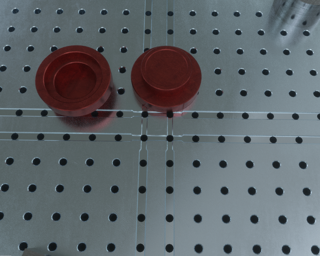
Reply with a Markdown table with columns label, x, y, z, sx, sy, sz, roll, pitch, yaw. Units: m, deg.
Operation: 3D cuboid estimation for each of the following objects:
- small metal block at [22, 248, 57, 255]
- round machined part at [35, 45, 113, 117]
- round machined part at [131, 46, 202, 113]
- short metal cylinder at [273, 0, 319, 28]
| label | x | y | z | sx | sy | sz | roll | pitch | yaw |
| --- | --- | --- | --- | --- | --- | --- | --- | --- | --- |
| small metal block | -0.135 | 0.169 | 0.349 | 0.050 | 0.025 | 0.050 | 17 | 71 | 6 |
| round machined part | -0.114 | -0.060 | 0.424 | 0.099 | 0.042 | 0.098 | 0 | 70 | 0 |
| round machined part | 0.009 | -0.074 | 0.429 | 0.099 | 0.042 | 0.098 | 0 | 70 | 0 |
| short metal cylinder | 0.222 | -0.203 | 0.474 | 0.081 | 0.050 | 0.080 | 0 | 70 | 0 |
